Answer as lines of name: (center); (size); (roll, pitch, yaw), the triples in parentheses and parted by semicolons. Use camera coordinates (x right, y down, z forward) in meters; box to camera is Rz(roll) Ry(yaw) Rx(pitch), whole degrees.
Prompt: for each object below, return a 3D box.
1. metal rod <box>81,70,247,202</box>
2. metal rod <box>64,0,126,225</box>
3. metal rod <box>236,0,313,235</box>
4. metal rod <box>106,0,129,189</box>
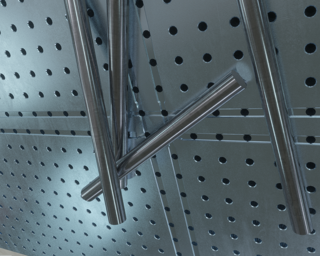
metal rod: (-0.015, 0.026, 0.412); (0.299, 0.025, 0.025); (-38, 97, 32)
metal rod: (-0.081, -0.012, 0.404); (0.025, 0.025, 0.298); (-1, 106, 28)
metal rod: (0.131, -0.003, 0.340); (0.025, 0.025, 0.298); (-8, 115, 31)
metal rod: (-0.056, -0.034, 0.417); (0.025, 0.025, 0.298); (17, 125, 18)
